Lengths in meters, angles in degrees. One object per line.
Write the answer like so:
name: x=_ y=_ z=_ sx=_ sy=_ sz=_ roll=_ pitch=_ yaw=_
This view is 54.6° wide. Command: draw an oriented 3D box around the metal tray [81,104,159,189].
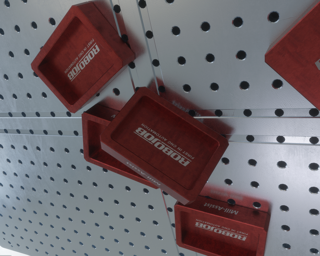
metal tray: x=-0.050 y=0.027 z=0.451 sx=0.130 sy=0.030 sz=0.089 roll=19 pitch=126 yaw=17

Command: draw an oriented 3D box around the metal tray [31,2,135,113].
metal tray: x=-0.106 y=-0.087 z=0.410 sx=0.130 sy=0.030 sz=0.090 roll=-34 pitch=100 yaw=38

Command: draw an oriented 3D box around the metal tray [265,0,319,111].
metal tray: x=0.170 y=-0.081 z=0.268 sx=0.090 sy=0.030 sz=0.129 roll=42 pitch=129 yaw=-1

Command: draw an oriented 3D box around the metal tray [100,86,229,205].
metal tray: x=0.005 y=0.019 z=0.376 sx=0.130 sy=0.090 sz=0.030 roll=33 pitch=157 yaw=6

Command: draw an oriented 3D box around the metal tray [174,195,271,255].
metal tray: x=0.088 y=0.151 z=0.455 sx=0.130 sy=0.030 sz=0.089 roll=10 pitch=123 yaw=23
